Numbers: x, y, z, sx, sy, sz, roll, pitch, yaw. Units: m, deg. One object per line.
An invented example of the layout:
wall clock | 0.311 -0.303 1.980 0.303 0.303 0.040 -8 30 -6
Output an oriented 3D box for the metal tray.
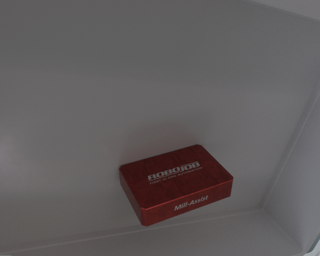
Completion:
metal tray | 0.020 0.072 0.421 0.131 0.090 0.030 -14 124 -21
